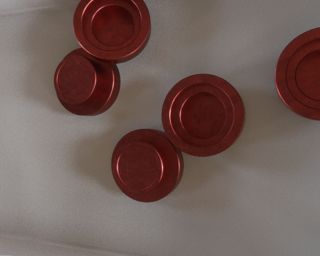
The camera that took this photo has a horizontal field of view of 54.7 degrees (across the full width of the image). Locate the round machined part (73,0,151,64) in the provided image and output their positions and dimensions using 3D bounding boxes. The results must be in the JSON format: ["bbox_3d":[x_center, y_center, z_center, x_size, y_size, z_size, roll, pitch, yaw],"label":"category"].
[{"bbox_3d":[-0.061,-0.133,0.413,0.099,0.042,0.097,0,85,1],"label":"round machined part"}]

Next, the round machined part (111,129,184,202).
[{"bbox_3d":[-0.022,0.050,0.409,0.098,0.042,0.097,0,90,20],"label":"round machined part"}]

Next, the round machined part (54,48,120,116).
[{"bbox_3d":[-0.110,-0.066,0.440,0.098,0.042,0.097,0,90,20],"label":"round machined part"}]

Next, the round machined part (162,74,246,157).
[{"bbox_3d":[0.055,-0.015,0.382,0.098,0.042,0.097,0,90,20],"label":"round machined part"}]

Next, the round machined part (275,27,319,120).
[{"bbox_3d":[0.178,-0.056,0.338,0.098,0.042,0.097,0,90,20],"label":"round machined part"}]
